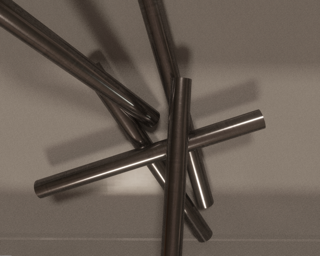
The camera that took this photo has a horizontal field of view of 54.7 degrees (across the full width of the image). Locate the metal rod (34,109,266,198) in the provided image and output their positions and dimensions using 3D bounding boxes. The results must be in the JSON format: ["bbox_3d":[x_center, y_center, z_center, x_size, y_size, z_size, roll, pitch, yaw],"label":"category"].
[{"bbox_3d":[-0.017,0.035,0.396,0.301,0.025,0.025,-18,109,6],"label":"metal rod"}]

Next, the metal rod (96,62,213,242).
[{"bbox_3d":[-0.008,0.045,0.427,0.025,0.025,0.299,-30,108,10],"label":"metal rod"}]

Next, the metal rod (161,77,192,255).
[{"bbox_3d":[0.017,0.091,0.365,0.025,0.025,0.298,3,89,-2],"label":"metal rod"}]

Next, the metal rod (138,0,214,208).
[{"bbox_3d":[0.025,-0.025,0.402,0.025,0.025,0.298,-15,110,5],"label":"metal rod"}]

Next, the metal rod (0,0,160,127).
[{"bbox_3d":[-0.102,-0.077,0.309,0.025,0.025,0.301,-42,133,14],"label":"metal rod"}]
